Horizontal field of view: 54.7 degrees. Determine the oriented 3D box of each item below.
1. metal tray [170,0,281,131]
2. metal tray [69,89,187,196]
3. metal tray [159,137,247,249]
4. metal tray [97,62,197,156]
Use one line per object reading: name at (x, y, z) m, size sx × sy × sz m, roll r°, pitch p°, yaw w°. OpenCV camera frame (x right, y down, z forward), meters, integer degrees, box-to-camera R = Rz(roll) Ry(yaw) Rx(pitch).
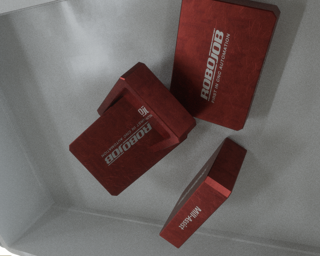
metal tray at (0.062, -0.069, 0.330) m, size 0.090 × 0.030 × 0.129 m, roll 19°, pitch 126°, yaw 17°
metal tray at (-0.040, 0.014, 0.399) m, size 0.130 × 0.030 × 0.090 m, roll -41°, pitch 94°, yaw 13°
metal tray at (0.053, 0.082, 0.389) m, size 0.030 × 0.090 × 0.129 m, roll 34°, pitch 129°, yaw 6°
metal tray at (-0.023, -0.014, 0.374) m, size 0.090 × 0.030 × 0.130 m, roll 47°, pitch 155°, yaw -6°
